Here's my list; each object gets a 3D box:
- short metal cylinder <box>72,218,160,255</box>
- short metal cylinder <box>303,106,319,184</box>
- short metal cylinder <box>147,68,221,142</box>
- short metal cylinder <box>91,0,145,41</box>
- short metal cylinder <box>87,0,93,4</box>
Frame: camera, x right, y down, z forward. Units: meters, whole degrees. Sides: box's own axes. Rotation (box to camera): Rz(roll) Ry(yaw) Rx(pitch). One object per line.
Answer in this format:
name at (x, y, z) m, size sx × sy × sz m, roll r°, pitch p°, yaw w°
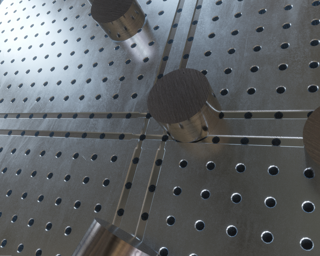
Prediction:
short metal cylinder at (-0.046, 0.134, 0.314) m, size 0.080 × 0.080 × 0.050 m, roll 21°, pitch 73°, yaw 35°
short metal cylinder at (0.178, 0.018, 0.288) m, size 0.080 × 0.050 × 0.080 m, roll -13°, pitch 57°, yaw 20°
short metal cylinder at (0.031, -0.028, 0.392) m, size 0.080 × 0.050 × 0.080 m, roll -13°, pitch 56°, yaw 20°
short metal cylinder at (-0.073, -0.202, 0.544) m, size 0.080 × 0.050 × 0.080 m, roll -8°, pitch 67°, yaw 18°
short metal cylinder at (-0.099, -0.258, 0.600) m, size 0.080 × 0.050 × 0.080 m, roll -13°, pitch 56°, yaw 20°
